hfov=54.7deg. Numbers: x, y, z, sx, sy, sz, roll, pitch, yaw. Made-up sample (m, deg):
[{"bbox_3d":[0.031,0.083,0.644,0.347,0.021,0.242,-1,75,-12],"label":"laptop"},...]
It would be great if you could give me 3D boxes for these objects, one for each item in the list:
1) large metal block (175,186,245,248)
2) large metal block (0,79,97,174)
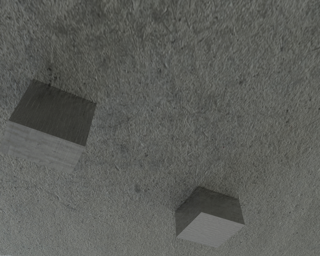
[{"bbox_3d":[0.081,0.151,0.520,0.080,0.050,0.079,21,127,-17],"label":"large metal block"},{"bbox_3d":[-0.128,-0.003,0.367,0.080,0.080,0.050,22,127,-18],"label":"large metal block"}]
